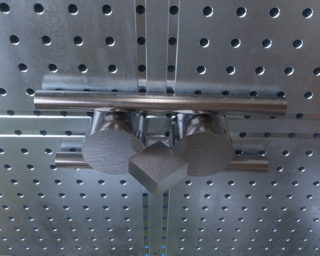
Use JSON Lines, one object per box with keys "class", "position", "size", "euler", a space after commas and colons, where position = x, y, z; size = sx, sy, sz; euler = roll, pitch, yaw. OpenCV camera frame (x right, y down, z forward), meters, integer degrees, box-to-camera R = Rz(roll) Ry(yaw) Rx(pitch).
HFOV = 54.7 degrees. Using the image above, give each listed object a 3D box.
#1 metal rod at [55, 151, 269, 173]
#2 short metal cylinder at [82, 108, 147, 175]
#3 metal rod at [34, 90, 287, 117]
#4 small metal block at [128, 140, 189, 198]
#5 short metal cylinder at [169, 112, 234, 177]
{"class": "metal rod", "position": [0.004, 0.050, 0.450], "size": [0.302, 0.025, 0.025], "euler": [2, 130, -2]}
{"class": "short metal cylinder", "position": [-0.057, 0.016, 0.404], "size": [0.081, 0.050, 0.079], "euler": [0, 130, 0]}
{"class": "metal rod", "position": [0.002, -0.030, 0.381], "size": [0.302, 0.025, 0.025], "euler": [1, 130, -2]}
{"class": "small metal block", "position": [-0.002, 0.047, 0.370], "size": [0.050, 0.050, 0.025], "euler": [-29, 140, -34]}
{"class": "short metal cylinder", "position": [0.053, 0.019, 0.408], "size": [0.081, 0.050, 0.079], "euler": [0, 130, 0]}
